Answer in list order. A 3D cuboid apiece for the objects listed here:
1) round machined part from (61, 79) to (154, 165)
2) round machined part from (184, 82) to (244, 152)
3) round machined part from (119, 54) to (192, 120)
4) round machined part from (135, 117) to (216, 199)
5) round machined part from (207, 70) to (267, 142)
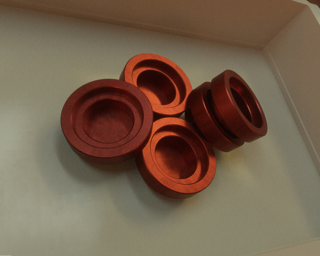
[{"bbox_3d":[-0.058,-0.004,0.351,0.099,0.042,0.098,2,63,-4],"label":"round machined part"},{"bbox_3d":[0.071,-0.011,0.424,0.098,0.042,0.098,33,40,-33],"label":"round machined part"},{"bbox_3d":[-0.009,-0.049,0.417,0.099,0.042,0.098,14,56,-21],"label":"round machined part"},{"bbox_3d":[0.015,0.039,0.376,0.099,0.042,0.098,14,56,-21],"label":"round machined part"},{"bbox_3d":[0.096,-0.025,0.410,0.098,0.042,0.098,33,41,-34],"label":"round machined part"}]
